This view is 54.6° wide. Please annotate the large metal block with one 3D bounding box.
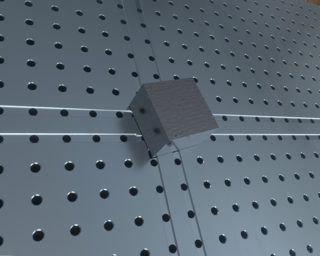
[{"bbox_3d":[0.018,-0.016,0.409,0.081,0.050,0.080,-13,69,-33],"label":"large metal block"}]
